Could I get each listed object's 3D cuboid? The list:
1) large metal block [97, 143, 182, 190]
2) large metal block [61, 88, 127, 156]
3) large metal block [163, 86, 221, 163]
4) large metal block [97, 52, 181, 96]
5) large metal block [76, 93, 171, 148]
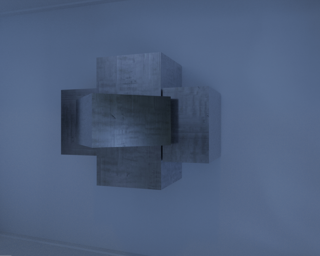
[{"bbox_3d":[-0.023,0.042,0.388,0.080,0.080,0.050,0,90,20],"label":"large metal block"},{"bbox_3d":[-0.084,-0.007,0.410,0.050,0.080,0.080,0,90,20],"label":"large metal block"},{"bbox_3d":[0.040,-0.004,0.364,0.050,0.080,0.080,0,90,19],"label":"large metal block"},{"bbox_3d":[-0.023,-0.058,0.388,0.080,0.080,0.050,0,90,20],"label":"large metal block"},{"bbox_3d":[-0.042,-0.007,0.335,0.081,0.080,0.050,0,90,-25],"label":"large metal block"}]
